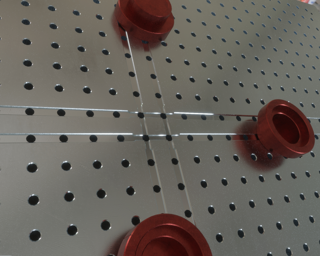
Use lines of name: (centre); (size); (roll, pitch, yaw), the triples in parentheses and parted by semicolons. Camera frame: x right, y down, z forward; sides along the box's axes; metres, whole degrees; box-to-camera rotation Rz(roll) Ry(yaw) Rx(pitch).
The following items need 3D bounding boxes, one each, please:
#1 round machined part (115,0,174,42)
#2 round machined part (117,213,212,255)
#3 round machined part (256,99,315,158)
round machined part: (-0.020, -0.192, 0.505); (0.099, 0.042, 0.098); (14, 56, -21)
round machined part: (0.002, 0.141, 0.314); (0.099, 0.042, 0.098); (14, 56, -21)
round machined part: (0.198, 0.005, 0.504); (0.099, 0.042, 0.098); (14, 56, -21)
